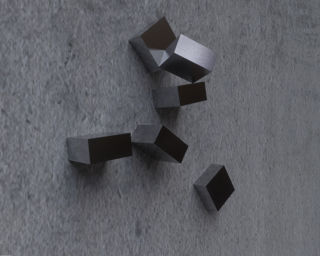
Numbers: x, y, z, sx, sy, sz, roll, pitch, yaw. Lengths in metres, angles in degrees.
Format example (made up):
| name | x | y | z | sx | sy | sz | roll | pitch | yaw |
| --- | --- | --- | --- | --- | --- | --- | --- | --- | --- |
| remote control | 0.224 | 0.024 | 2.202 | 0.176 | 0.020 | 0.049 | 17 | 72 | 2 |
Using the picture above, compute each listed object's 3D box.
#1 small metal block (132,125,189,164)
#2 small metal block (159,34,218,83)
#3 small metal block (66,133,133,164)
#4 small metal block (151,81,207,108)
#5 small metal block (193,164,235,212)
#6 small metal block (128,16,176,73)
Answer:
| name | x | y | z | sx | sy | sz | roll | pitch | yaw |
| --- | --- | --- | --- | --- | --- | --- | --- | --- | --- |
| small metal block | -0.002 | 0.020 | 0.389 | 0.050 | 0.050 | 0.025 | 39 | 66 | -34 |
| small metal block | 0.033 | -0.082 | 0.376 | 0.050 | 0.050 | 0.025 | 23 | 75 | -16 |
| small metal block | -0.066 | 0.020 | 0.335 | 0.050 | 0.050 | 0.025 | -8 | 96 | -40 |
| small metal block | 0.026 | -0.044 | 0.412 | 0.050 | 0.050 | 0.025 | -16 | 101 | -39 |
| small metal block | 0.084 | 0.091 | 0.478 | 0.050 | 0.025 | 0.050 | -41 | 115 | -33 |
| small metal block | -0.005 | -0.108 | 0.403 | 0.050 | 0.025 | 0.050 | -48 | 119 | -29 |
